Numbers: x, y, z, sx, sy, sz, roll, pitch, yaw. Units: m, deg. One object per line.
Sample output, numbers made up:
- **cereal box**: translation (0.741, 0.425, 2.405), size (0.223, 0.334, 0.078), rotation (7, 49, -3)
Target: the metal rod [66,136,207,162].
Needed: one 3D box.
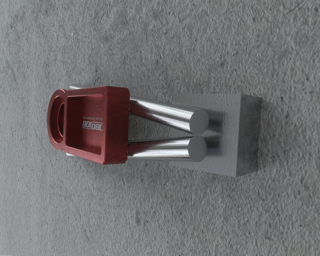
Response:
- **metal rod**: translation (-0.056, 0.029, 0.409), size (0.299, 0.025, 0.025), rotation (-6, 86, 52)

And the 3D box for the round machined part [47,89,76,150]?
- **round machined part**: translation (-0.146, -0.013, 0.505), size (0.098, 0.042, 0.097), rotation (-1, 89, 50)

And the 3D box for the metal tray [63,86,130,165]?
- **metal tray**: translation (-0.088, -0.006, 0.406), size (0.130, 0.030, 0.089), rotation (5, 93, 52)

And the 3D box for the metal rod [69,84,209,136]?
- **metal rod**: translation (-0.053, -0.033, 0.406), size (0.300, 0.025, 0.025), rotation (18, 101, 51)

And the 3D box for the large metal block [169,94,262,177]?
- **large metal block**: translation (0.059, 0.004, 0.338), size (0.080, 0.050, 0.079), rotation (5, 93, 39)
